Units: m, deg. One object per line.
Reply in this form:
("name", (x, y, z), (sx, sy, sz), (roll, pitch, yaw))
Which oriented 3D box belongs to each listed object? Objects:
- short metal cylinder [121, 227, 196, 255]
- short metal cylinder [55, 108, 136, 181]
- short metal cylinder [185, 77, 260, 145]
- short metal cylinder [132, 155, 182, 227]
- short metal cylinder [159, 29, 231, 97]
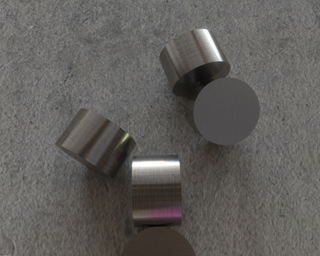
("short metal cylinder", (-0.002, 0.151, 0.340), (0.081, 0.050, 0.080), (0, 70, 0))
("short metal cylinder", (-0.076, 0.020, 0.371), (0.080, 0.080, 0.050), (29, 73, 9))
("short metal cylinder", (0.076, -0.023, 0.387), (0.081, 0.050, 0.079), (-1, 98, -7))
("short metal cylinder", (-0.004, 0.071, 0.353), (0.050, 0.080, 0.080), (-2, 70, -1))
("short metal cylinder", (0.046, -0.084, 0.410), (0.081, 0.080, 0.050), (-19, 71, -7))
